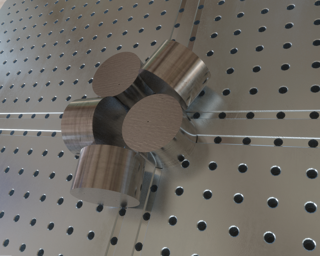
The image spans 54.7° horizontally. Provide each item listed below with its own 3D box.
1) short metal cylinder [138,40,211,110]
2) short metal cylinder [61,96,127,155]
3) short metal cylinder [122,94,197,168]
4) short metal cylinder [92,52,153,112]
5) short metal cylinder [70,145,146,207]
[{"bbox_3d":[0.019,-0.068,0.405,0.080,0.080,0.050,32,79,38],"label":"short metal cylinder"},{"bbox_3d":[-0.086,-0.001,0.420,0.050,0.080,0.080,-2,61,27],"label":"short metal cylinder"},{"bbox_3d":[0.000,0.004,0.390,0.080,0.050,0.080,-13,57,21],"label":"short metal cylinder"},{"bbox_3d":[-0.052,-0.065,0.459,0.080,0.050,0.080,-14,56,22],"label":"short metal cylinder"},{"bbox_3d":[-0.060,0.059,0.367,0.080,0.080,0.050,-6,60,25],"label":"short metal cylinder"}]
